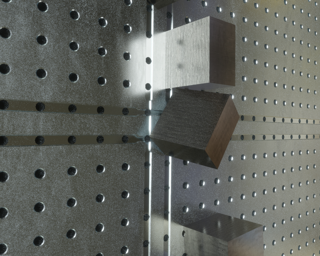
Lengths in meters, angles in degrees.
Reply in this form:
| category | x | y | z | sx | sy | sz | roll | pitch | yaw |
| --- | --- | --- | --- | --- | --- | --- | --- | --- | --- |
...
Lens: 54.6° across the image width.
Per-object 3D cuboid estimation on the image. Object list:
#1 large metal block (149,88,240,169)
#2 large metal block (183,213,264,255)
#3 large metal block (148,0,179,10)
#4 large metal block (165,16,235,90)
| category | x | y | z | sx | sy | sz | roll | pitch | yaw |
| --- | --- | --- | --- | --- | --- | --- | --- | --- | --- |
| large metal block | 0.046 | -0.002 | 0.404 | 0.080 | 0.080 | 0.050 | -62 | 142 | -21 |
| large metal block | 0.092 | 0.166 | 0.449 | 0.081 | 0.080 | 0.050 | -5 | 93 | -40 |
| large metal block | 0.020 | -0.207 | 0.389 | 0.050 | 0.080 | 0.080 | 34 | 69 | -35 |
| large metal block | 0.053 | -0.094 | 0.416 | 0.050 | 0.080 | 0.080 | 0 | 90 | -40 |
